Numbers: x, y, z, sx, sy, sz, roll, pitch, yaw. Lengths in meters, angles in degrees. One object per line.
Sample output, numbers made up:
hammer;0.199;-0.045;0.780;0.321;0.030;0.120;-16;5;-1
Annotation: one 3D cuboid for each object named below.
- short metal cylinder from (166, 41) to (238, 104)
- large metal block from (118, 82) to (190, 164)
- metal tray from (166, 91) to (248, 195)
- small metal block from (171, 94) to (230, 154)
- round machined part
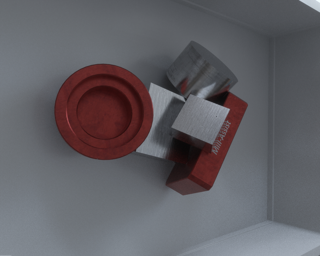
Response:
short metal cylinder;0.055;-0.069;0.409;0.080;0.080;0.050;21;121;-38
large metal block;-0.005;-0.003;0.387;0.080;0.050;0.080;19;78;-39
metal tray;0.061;0.023;0.414;0.030;0.090;0.130;32;67;-7
small metal block;0.048;-0.005;0.363;0.050;0.050;0.025;-60;162;-23
round machined part;-0.060;-0.015;0.330;0.099;0.042;0.097;2;85;-17
